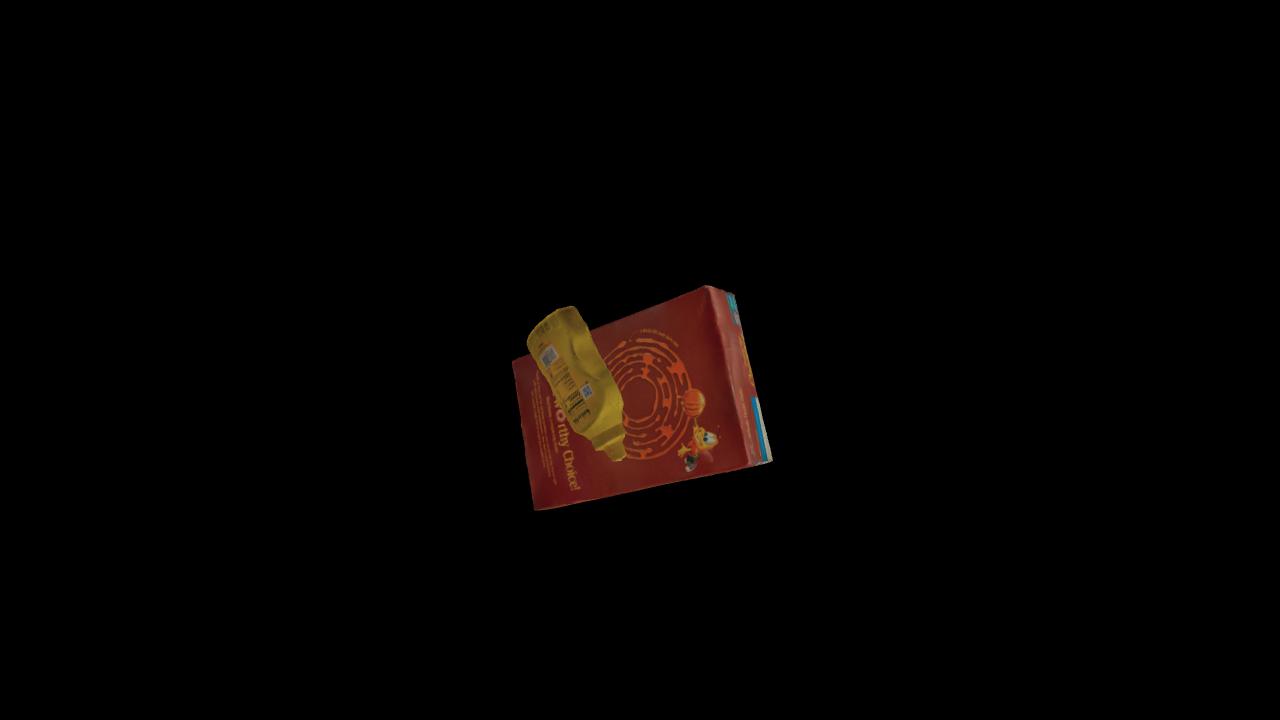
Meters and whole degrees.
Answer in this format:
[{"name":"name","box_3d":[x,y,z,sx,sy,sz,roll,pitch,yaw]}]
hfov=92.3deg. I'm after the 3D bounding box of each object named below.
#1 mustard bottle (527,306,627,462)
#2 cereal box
[{"name":"mustard bottle","box_3d":[-0.065,0.036,0.719,0.054,0.184,0.092,-16,-18,-49]},{"name":"cereal box","box_3d":[-0.010,0.056,0.748,0.306,0.203,0.081,-19,-15,29]}]
